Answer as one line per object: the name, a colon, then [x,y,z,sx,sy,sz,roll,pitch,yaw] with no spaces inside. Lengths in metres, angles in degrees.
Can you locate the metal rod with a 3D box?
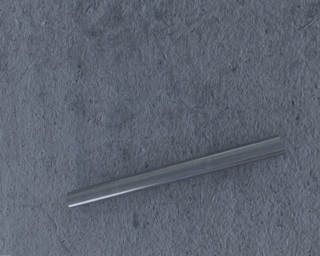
metal rod: [0.006,0.062,0.407,0.300,0.025,0.025,-18,84,19]
